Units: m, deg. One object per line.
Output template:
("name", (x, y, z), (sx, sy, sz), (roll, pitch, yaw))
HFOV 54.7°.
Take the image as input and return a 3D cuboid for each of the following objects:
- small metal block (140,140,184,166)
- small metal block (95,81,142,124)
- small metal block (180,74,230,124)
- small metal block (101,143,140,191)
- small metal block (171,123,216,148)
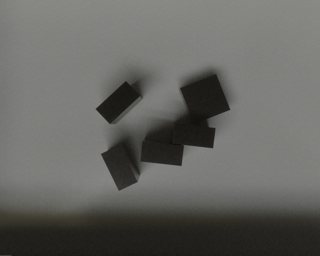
("small metal block", (0.002, 0.031, 0.399), (0.050, 0.050, 0.025), (7, 90, -1))
("small metal block", (-0.051, -0.031, 0.398), (0.050, 0.050, 0.025), (-43, 91, 0))
("small metal block", (0.058, -0.038, 0.412), (0.050, 0.025, 0.050), (-22, 90, -1))
("small metal block", (-0.049, 0.048, 0.398), (0.025, 0.050, 0.050), (-26, 90, 0))
("small metal block", (0.041, 0.009, 0.400), (0.050, 0.050, 0.025), (7, 90, -1))
